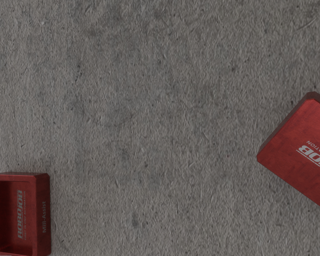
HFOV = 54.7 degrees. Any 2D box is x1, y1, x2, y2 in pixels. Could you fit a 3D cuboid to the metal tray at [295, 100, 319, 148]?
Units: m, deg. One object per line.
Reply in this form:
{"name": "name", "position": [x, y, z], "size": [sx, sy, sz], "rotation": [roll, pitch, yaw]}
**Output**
{"name": "metal tray", "position": [0.222, -0.010, 0.328], "size": [0.130, 0.030, 0.090], "rotation": [-35, 79, 16]}

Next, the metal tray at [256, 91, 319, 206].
{"name": "metal tray", "position": [0.181, 0.035, 0.319], "size": [0.130, 0.030, 0.089], "rotation": [37, 122, 10]}

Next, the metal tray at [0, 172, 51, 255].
{"name": "metal tray", "position": [-0.218, 0.136, 0.483], "size": [0.090, 0.030, 0.129], "rotation": [-1, 90, 20]}
